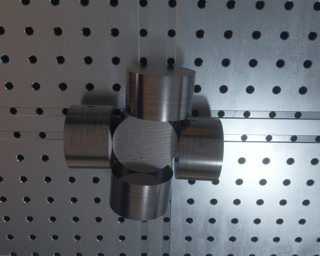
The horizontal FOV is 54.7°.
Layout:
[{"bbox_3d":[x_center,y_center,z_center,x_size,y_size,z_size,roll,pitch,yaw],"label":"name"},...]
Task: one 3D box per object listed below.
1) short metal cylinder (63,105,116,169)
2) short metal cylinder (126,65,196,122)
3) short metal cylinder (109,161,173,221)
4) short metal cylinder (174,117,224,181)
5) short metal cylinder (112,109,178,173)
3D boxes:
[{"bbox_3d":[-0.084,0.011,0.387,0.050,0.080,0.079,1,110,-1],"label":"short metal cylinder"},{"bbox_3d":[0.000,-0.044,0.367,0.081,0.080,0.050,3,110,-1],"label":"short metal cylinder"},{"bbox_3d":[-0.025,0.077,0.411,0.081,0.080,0.050,6,110,-2],"label":"short metal cylinder"},{"bbox_3d":[0.047,0.026,0.394,0.050,0.080,0.079,3,110,-2],"label":"short metal cylinder"},{"bbox_3d":[-0.019,0.011,0.404,0.081,0.050,0.079,-1,110,-1],"label":"short metal cylinder"}]
